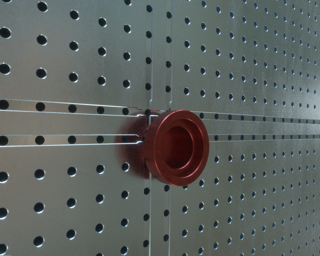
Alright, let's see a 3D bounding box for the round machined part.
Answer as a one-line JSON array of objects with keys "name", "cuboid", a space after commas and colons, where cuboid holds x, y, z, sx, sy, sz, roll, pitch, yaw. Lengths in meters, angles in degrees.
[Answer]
[{"name": "round machined part", "cuboid": [0.017, 0.025, 0.411, 0.099, 0.042, 0.097, 0, 90, -40]}]
